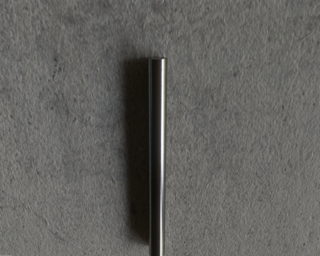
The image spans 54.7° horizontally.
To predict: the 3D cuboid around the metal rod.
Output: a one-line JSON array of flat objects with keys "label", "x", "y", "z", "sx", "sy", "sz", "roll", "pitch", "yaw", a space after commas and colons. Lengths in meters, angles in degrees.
[{"label": "metal rod", "x": -0.004, "y": 0.054, "z": 0.429, "sx": 0.025, "sy": 0.025, "sz": 0.298, "roll": 0, "pitch": 110, "yaw": -1}]
